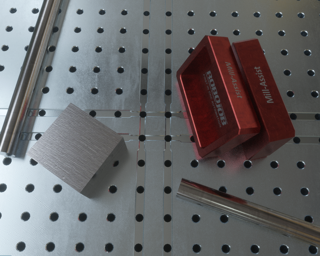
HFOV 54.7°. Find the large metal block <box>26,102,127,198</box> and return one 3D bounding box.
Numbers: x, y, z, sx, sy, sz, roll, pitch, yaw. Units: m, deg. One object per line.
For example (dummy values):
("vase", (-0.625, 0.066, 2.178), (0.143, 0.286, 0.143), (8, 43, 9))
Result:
("large metal block", (-0.100, 0.029, 0.387), (0.080, 0.050, 0.080), (33, 73, 11))

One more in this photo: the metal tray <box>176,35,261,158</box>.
("metal tray", (0.067, -0.037, 0.389), (0.030, 0.090, 0.130), (-4, 68, -26))

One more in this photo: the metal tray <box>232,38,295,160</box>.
("metal tray", (0.116, -0.034, 0.390), (0.030, 0.090, 0.130), (-12, 71, -5))

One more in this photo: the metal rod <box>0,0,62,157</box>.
("metal rod", (-0.180, -0.106, 0.448), (0.025, 0.025, 0.299), (7, 70, 2))

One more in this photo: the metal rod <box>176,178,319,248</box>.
("metal rod", (0.166, 0.121, 0.369), (0.301, 0.025, 0.025), (19, 71, 6))
